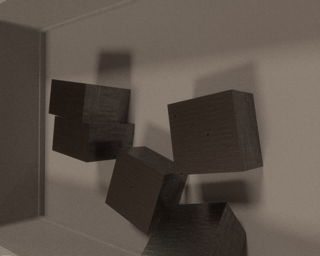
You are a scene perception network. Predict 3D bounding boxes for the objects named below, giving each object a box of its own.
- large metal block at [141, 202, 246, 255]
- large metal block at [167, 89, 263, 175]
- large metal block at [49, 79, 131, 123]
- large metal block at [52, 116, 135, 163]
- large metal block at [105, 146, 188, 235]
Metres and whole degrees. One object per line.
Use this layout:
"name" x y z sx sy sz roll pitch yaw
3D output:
"large metal block" 0.036 0.128 0.331 0.080 0.080 0.050 -14 118 39
"large metal block" 0.059 0.007 0.340 0.080 0.050 0.080 -10 84 39
"large metal block" -0.102 -0.039 0.453 0.080 0.081 0.050 12 98 39
"large metal block" -0.096 0.013 0.447 0.080 0.081 0.050 11 97 39
"large metal block" -0.018 0.077 0.404 0.080 0.050 0.079 25 106 37
